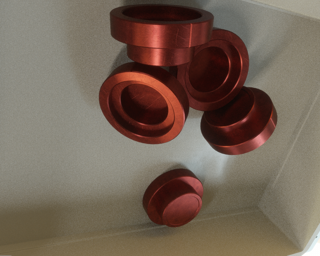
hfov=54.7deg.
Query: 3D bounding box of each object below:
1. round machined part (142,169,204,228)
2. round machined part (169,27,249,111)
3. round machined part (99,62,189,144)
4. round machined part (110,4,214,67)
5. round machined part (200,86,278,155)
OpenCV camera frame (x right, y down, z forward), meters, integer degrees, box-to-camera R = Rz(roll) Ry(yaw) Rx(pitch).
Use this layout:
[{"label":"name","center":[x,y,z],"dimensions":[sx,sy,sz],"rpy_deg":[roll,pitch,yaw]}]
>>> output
[{"label":"round machined part","center":[0.026,0.115,0.483],"dimensions":[0.099,0.042,0.097],"rpy_deg":[-14,124,-21]},{"label":"round machined part","center":[0.055,-0.073,0.378],"dimensions":[0.099,0.042,0.097],"rpy_deg":[-11,118,-20]},{"label":"round machined part","center":[-0.015,-0.031,0.348],"dimensions":[0.098,0.042,0.097],"rpy_deg":[12,133,13]},{"label":"round machined part","center":[0.001,-0.092,0.305],"dimensions":[0.099,0.098,0.042],"rpy_deg":[-12,123,-22]},{"label":"round machined part","center":[0.097,-0.017,0.403],"dimensions":[0.098,0.098,0.042],"rpy_deg":[-41,130,0]}]
